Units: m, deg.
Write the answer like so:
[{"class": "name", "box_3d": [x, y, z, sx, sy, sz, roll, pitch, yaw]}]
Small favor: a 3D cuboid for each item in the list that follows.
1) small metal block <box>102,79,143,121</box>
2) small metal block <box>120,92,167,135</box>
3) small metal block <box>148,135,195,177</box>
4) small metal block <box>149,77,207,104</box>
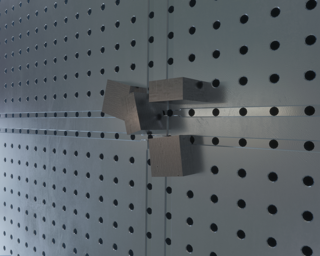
[{"class": "small metal block", "box_3d": [-0.056, -0.041, 0.457, 0.050, 0.025, 0.050, 20, 103, 38]}, {"class": "small metal block", "box_3d": [-0.022, -0.018, 0.412, 0.025, 0.050, 0.050, -19, 78, 38]}, {"class": "small metal block", "box_3d": [0.014, 0.036, 0.399, 0.050, 0.025, 0.050, -9, 85, 39]}, {"class": "small metal block", "box_3d": [0.022, -0.044, 0.376, 0.050, 0.050, 0.025, 0, 90, 40]}]
